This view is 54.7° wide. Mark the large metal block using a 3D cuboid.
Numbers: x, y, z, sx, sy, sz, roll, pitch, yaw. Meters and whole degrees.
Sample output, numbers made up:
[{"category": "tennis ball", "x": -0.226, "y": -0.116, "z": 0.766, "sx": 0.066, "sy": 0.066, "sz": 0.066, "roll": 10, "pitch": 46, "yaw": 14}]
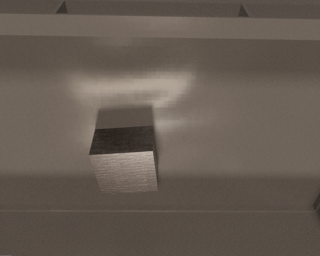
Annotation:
[{"category": "large metal block", "x": -0.046, "y": 0.045, "z": 0.431, "sx": 0.080, "sy": 0.050, "sz": 0.079, "roll": -4, "pitch": 130, "yaw": 3}]
